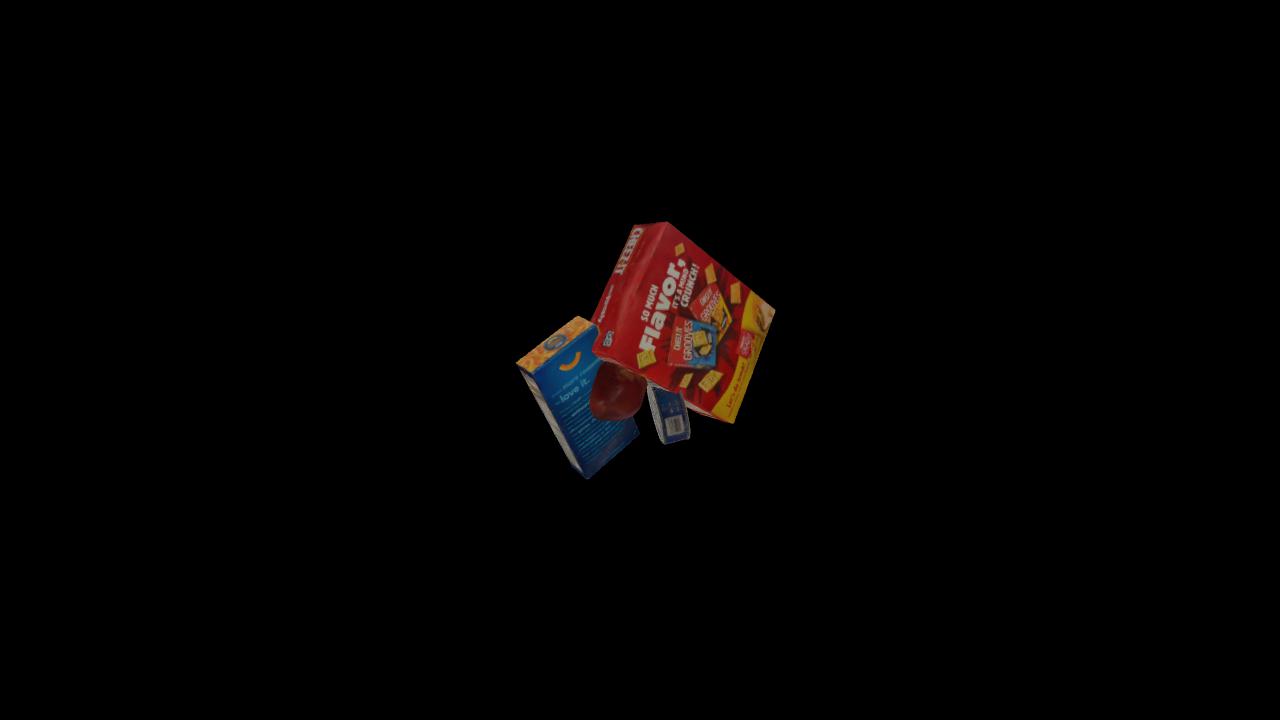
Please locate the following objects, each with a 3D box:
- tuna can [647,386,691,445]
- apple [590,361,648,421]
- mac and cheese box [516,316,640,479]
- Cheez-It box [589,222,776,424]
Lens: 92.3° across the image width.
[{"bbox_3d":[0.034,0.059,0.747,0.034,0.084,0.084,-14,1,-6],"label":"tuna can"},{"bbox_3d":[-0.030,0.032,0.718,0.079,0.079,0.093,0,-28,-31],"label":"apple"},{"bbox_3d":[-0.066,0.048,0.717,0.093,0.184,0.041,-39,43,-22],"label":"mac and cheese box"},{"bbox_3d":[0.054,-0.038,0.746,0.223,0.166,0.071,29,-12,-38],"label":"Cheez-It box"}]
